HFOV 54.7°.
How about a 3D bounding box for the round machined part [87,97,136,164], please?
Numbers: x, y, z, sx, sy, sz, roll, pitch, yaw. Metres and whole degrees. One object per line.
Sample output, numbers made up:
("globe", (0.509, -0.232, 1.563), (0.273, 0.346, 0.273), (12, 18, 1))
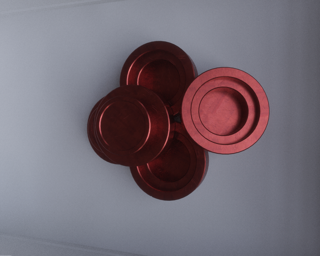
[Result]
("round machined part", (-0.056, 0.001, 0.417), (0.098, 0.042, 0.097), (0, 90, 19))

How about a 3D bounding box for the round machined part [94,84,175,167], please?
("round machined part", (-0.036, -0.003, 0.365), (0.098, 0.042, 0.097), (0, 90, 19))

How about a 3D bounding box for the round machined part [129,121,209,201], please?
("round machined part", (0.014, 0.039, 0.394), (0.098, 0.042, 0.097), (0, 90, 19))

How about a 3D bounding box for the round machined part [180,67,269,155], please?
("round machined part", (0.072, -0.019, 0.363), (0.099, 0.042, 0.097), (0, 87, -1))

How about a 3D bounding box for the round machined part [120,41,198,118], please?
("round machined part", (0.002, -0.058, 0.399), (0.098, 0.042, 0.097), (0, 90, 19))
